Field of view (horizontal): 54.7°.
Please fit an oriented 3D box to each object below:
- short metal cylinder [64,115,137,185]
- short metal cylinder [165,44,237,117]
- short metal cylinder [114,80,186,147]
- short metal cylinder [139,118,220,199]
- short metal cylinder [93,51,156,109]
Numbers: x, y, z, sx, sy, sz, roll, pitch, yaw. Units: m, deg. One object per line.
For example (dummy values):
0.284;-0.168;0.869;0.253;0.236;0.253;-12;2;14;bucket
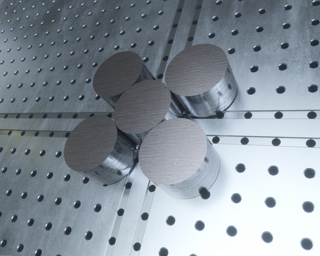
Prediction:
-0.079;0.030;0.412;0.080;0.050;0.080;-13;56;20;short metal cylinder
0.053;-0.061;0.398;0.080;0.050;0.080;-13;56;20;short metal cylinder
-0.013;-0.016;0.407;0.080;0.050;0.080;-13;56;20;short metal cylinder
0.023;0.035;0.357;0.080;0.050;0.080;-13;56;20;short metal cylinder
-0.051;-0.066;0.457;0.080;0.050;0.080;-13;56;20;short metal cylinder
